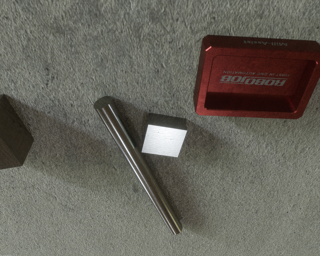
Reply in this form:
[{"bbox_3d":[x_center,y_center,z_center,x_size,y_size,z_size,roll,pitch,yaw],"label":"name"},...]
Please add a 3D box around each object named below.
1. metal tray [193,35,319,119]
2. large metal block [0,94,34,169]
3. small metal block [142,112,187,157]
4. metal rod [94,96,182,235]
[{"bbox_3d":[0.109,-0.056,0.357,0.131,0.030,0.089,2,130,-3],"label":"metal tray"},{"bbox_3d":[-0.225,0.010,0.396,0.080,0.050,0.080,-10,130,7],"label":"large metal block"},{"bbox_3d":[0.005,0.010,0.416,0.050,0.025,0.050,9,130,-8],"label":"small metal block"},{"bbox_3d":[-0.020,0.075,0.471,0.025,0.025,0.299,-15,129,12],"label":"metal rod"}]
